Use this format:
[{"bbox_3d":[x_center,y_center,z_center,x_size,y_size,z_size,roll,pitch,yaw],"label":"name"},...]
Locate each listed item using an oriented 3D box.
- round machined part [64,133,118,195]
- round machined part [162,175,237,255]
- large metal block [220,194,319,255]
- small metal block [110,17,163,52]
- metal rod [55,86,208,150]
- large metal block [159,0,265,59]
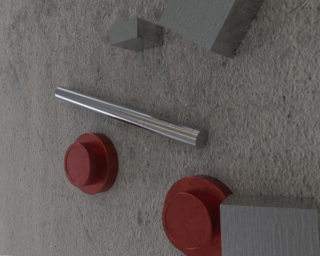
[{"bbox_3d":[-0.114,0.056,0.489,0.098,0.042,0.097,0,90,40],"label":"round machined part"},{"bbox_3d":[0.041,0.106,0.360,0.098,0.042,0.097,0,90,40],"label":"round machined part"},{"bbox_3d":[0.103,0.108,0.290,0.080,0.050,0.080,-3,88,23],"label":"large metal block"},{"bbox_3d":[-0.031,-0.123,0.414,0.050,0.050,0.025,-2,89,40],"label":"small metal block"},{"bbox_3d":[-0.063,-0.024,0.456,0.300,0.025,0.025,19,102,38],"label":"metal rod"},{"bbox_3d":[0.057,-0.133,0.341,0.080,0.050,0.079,40,114,32],"label":"large metal block"}]
